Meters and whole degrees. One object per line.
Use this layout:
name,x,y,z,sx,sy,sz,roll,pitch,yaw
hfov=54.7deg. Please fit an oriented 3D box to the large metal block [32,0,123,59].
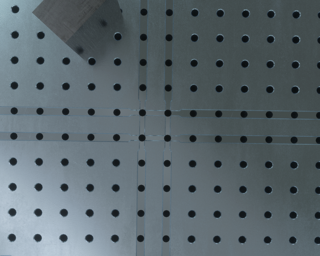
large metal block,-0.097,-0.141,0.385,0.050,0.080,0.080,43,90,-1
